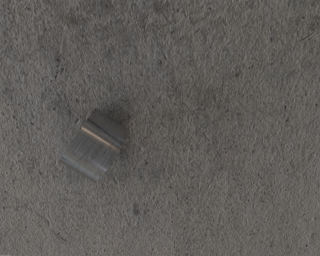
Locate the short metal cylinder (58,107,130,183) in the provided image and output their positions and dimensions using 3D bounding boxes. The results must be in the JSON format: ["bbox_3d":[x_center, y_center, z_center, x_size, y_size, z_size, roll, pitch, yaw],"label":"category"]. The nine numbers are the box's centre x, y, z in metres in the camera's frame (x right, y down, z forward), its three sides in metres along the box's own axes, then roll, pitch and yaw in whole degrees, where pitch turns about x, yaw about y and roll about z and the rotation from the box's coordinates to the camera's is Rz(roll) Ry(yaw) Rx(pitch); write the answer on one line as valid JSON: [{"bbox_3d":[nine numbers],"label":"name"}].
[{"bbox_3d":[-0.082,0.021,0.387,0.050,0.080,0.080,35,106,-12],"label":"short metal cylinder"}]
